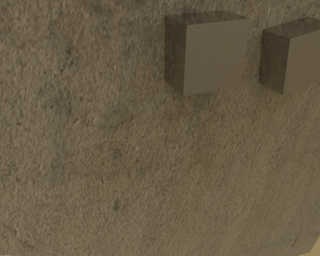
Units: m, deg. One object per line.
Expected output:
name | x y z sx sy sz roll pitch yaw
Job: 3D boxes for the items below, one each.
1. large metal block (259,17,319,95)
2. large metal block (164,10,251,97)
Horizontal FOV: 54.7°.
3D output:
large metal block | 0.190 -0.102 0.434 0.081 0.050 0.079 -20 126 -17
large metal block | 0.053 -0.090 0.365 0.081 0.050 0.079 -13 124 -22
